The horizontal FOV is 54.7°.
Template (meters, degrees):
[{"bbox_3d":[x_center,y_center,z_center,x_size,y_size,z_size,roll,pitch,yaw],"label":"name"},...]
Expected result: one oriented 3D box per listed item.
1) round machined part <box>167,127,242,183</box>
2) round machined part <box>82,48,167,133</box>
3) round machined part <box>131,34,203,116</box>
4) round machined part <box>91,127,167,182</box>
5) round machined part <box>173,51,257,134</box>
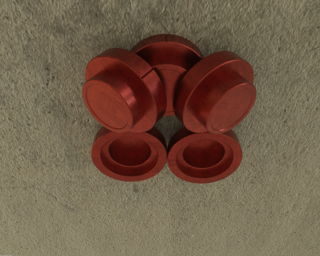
[{"bbox_3d":[0.059,0.029,0.423,0.099,0.042,0.097,-1,130,0],"label":"round machined part"},{"bbox_3d":[-0.045,-0.033,0.337,0.098,0.042,0.097,24,139,23],"label":"round machined part"},{"bbox_3d":[0.006,-0.052,0.352,0.099,0.042,0.097,-1,130,0],"label":"round machined part"},{"bbox_3d":[-0.040,0.025,0.418,0.099,0.042,0.097,-1,130,0],"label":"round machined part"},{"bbox_3d":[0.067,-0.032,0.343,0.099,0.042,0.097,-24,141,-21],"label":"round machined part"}]
